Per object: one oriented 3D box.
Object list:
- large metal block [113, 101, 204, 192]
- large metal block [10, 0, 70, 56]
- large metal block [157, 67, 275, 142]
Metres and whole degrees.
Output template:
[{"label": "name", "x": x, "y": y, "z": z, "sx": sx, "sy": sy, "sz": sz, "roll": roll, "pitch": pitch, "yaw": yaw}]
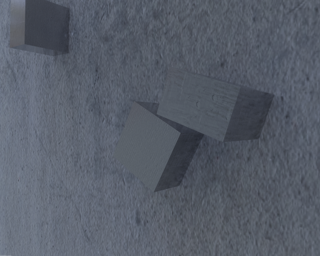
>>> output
[{"label": "large metal block", "x": -0.003, "y": 0.021, "z": 0.390, "sx": 0.080, "sy": 0.050, "sz": 0.079, "roll": 36, "pitch": 112, "yaw": 34}, {"label": "large metal block", "x": -0.207, "y": -0.174, "z": 0.537, "sx": 0.050, "sy": 0.081, "sz": 0.079, "roll": 3, "pitch": 92, "yaw": 40}, {"label": "large metal block", "x": 0.058, "y": -0.025, "z": 0.320, "sx": 0.080, "sy": 0.081, "sz": 0.050, "roll": 25, "pitch": 106, "yaw": 37}]
